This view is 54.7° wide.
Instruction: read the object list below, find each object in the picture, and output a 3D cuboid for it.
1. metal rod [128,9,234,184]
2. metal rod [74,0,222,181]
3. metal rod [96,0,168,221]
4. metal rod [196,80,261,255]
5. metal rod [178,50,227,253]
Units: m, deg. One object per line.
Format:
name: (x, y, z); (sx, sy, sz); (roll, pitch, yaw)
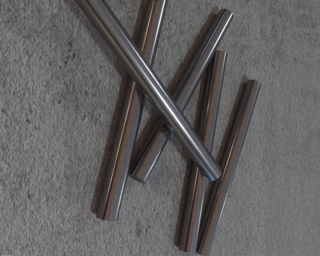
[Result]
metal rod: (0.038, -0.059, 0.438); (0.025, 0.025, 0.300); (44, 64, -32)
metal rod: (-0.004, -0.041, 0.368); (0.025, 0.025, 0.300); (-52, 121, -27)
metal rod: (-0.030, -0.040, 0.381); (0.025, 0.025, 0.299); (20, 77, -39)
metal rod: (0.113, 0.054, 0.502); (0.025, 0.025, 0.299); (34, 69, -35)
metal rod: (0.066, 0.029, 0.462); (0.025, 0.025, 0.299); (18, 79, -39)
